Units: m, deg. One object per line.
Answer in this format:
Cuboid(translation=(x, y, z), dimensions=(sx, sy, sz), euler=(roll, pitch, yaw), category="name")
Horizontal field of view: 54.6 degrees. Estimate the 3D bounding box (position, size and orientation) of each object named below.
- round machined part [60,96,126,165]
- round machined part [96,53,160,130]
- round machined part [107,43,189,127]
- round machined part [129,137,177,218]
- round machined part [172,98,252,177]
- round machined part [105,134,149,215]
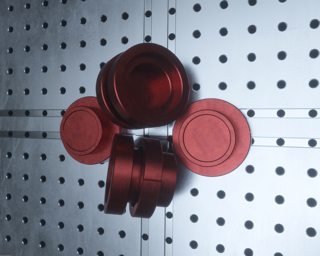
Cuboid(translation=(-0.101, 0.004, 0.439), dimensions=(0.098, 0.042, 0.097), euler=(0, 90, 20), category="round machined part")
Cuboid(translation=(-0.035, -0.046, 0.399), dimensions=(0.042, 0.099, 0.098), euler=(-9, 86, 60), category="round machined part")
Cuboid(translation=(-0.017, -0.049, 0.373), dimensions=(0.042, 0.099, 0.098), euler=(-9, 86, 60), category="round machined part")
Cuboid(translation=(-0.009, 0.063, 0.387), dimensions=(0.042, 0.098, 0.097), euler=(9, 94, -12), category="round machined part")
Cuboid(translation=(0.062, 0.012, 0.382), dimensions=(0.098, 0.042, 0.097), euler=(0, 90, 20), category="round machined part")
Cuboid(translation=(-0.041, 0.058, 0.384), dimensions=(0.042, 0.098, 0.097), euler=(8, 93, -12), category="round machined part")
